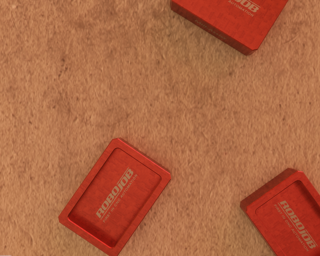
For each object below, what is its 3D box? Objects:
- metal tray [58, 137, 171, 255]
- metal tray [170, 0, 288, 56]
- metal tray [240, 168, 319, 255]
[{"bbox_3d":[-0.057,0.088,0.406,0.090,0.030,0.130,35,90,-1],"label":"metal tray"},{"bbox_3d":[0.090,-0.168,0.409,0.130,0.030,0.090,32,90,-1],"label":"metal tray"},{"bbox_3d":[0.181,0.130,0.409,0.090,0.030,0.130,-36,90,-1],"label":"metal tray"}]
